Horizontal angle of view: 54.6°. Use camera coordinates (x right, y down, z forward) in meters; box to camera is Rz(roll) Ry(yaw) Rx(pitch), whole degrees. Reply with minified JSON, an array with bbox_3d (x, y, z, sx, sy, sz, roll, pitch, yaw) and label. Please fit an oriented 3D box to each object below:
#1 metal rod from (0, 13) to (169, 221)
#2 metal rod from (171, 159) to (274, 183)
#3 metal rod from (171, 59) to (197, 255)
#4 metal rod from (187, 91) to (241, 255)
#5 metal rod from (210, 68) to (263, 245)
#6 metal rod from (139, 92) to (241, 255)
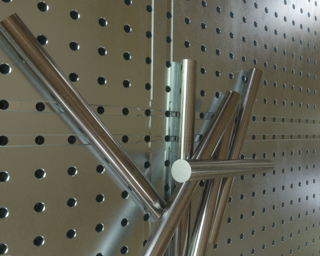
[{"bbox_3d":[-0.067,0.011,0.352,0.025,0.025,0.300,-50,119,-28],"label":"metal rod"},{"bbox_3d":[0.111,0.058,0.455,0.302,0.025,0.025,8,85,-54],"label":"metal rod"},{"bbox_3d":[0.033,0.054,0.435,0.025,0.025,0.298,5,87,-40],"label":"metal rod"},{"bbox_3d":[0.078,0.079,0.454,0.025,0.025,0.300,33,64,-35],"label":"metal rod"},{"bbox_3d":[0.122,0.037,0.509,0.025,0.025,0.299,31,71,-36],"label":"metal rod"},{"bbox_3d":[0.037,0.072,0.405,0.025,0.025,0.300,46,63,-30],"label":"metal rod"}]
